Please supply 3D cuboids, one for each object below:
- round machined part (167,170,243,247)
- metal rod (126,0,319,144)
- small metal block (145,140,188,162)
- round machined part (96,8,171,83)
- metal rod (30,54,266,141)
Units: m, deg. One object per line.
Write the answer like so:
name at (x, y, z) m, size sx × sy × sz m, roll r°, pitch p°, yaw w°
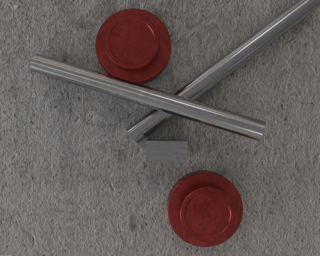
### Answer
round machined part at (0.059, 0.107, 0.402) m, size 0.099 × 0.042 × 0.097 m, roll 0°, pitch 90°, yaw 0°
metal rod at (0.083, -0.079, 0.410) m, size 0.301 × 0.025 × 0.025 m, roll -37°, pitch 90°, yaw 0°
small metal block at (0.008, 0.028, 0.398) m, size 0.050 × 0.050 × 0.025 m, roll 1°, pitch 90°, yaw 0°
round machined part at (-0.035, -0.107, 0.401) m, size 0.099 × 0.042 × 0.097 m, roll 0°, pitch 90°, yaw 0°
metal rod at (-0.021, -0.041, 0.389) m, size 0.301 × 0.025 × 0.025 m, roll 18°, pitch 90°, yaw 8°
